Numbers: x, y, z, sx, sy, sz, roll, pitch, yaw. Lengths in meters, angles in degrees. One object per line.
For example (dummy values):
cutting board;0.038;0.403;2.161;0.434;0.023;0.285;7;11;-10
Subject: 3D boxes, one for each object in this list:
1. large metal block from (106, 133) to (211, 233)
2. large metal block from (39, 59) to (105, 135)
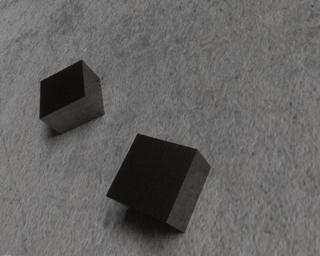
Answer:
large metal block;0.000;0.060;0.350;0.080;0.050;0.080;14;69;33
large metal block;-0.139;-0.048;0.488;0.080;0.050;0.080;-24;53;13
